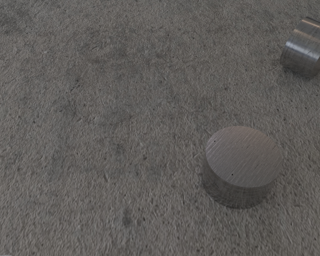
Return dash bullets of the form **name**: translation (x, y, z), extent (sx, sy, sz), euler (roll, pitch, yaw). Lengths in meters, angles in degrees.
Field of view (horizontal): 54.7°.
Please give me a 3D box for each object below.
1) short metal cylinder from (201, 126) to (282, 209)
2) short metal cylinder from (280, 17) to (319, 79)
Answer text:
- **short metal cylinder**: translation (0.089, 0.044, 0.350), extent (0.080, 0.050, 0.080), euler (0, 50, 0)
- **short metal cylinder**: translation (0.228, -0.121, 0.471), extent (0.050, 0.080, 0.080), euler (36, 59, 26)
